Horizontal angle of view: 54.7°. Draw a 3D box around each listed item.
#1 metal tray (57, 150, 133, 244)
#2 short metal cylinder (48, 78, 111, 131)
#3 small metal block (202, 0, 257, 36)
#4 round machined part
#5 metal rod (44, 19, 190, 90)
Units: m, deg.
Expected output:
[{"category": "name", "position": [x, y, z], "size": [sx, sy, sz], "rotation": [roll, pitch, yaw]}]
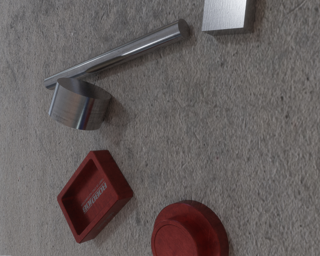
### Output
[{"category": "metal tray", "position": [-0.106, 0.108, 0.486], "size": [0.129, 0.030, 0.090], "rotation": [-50, 61, 28]}, {"category": "short metal cylinder", "position": [-0.120, -0.037, 0.466], "size": [0.080, 0.081, 0.050], "rotation": [34, 111, 34]}, {"category": "small metal block", "position": [0.077, -0.131, 0.341], "size": [0.050, 0.025, 0.050], "rotation": [9, 96, 39]}, {"category": "round machined part", "position": [0.028, 0.139, 0.369], "size": [0.098, 0.042, 0.097], "rotation": [0, 90, 39]}, {"category": "metal rod", "position": [-0.085, -0.101, 0.472], "size": [0.300, 0.025, 0.025], "rotation": [-10, 84, 39]}]
